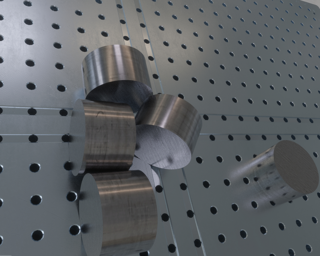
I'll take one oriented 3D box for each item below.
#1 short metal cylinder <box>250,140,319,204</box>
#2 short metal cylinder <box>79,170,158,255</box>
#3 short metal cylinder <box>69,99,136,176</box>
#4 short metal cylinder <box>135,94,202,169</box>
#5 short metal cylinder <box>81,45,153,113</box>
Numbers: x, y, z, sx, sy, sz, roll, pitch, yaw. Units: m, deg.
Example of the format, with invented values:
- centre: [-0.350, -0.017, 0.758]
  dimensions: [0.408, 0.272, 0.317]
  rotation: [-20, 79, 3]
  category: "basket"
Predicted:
- centre: [0.179, 0.064, 0.449]
  dimensions: [0.081, 0.050, 0.080]
  rotation: [14, 56, -21]
  category: "short metal cylinder"
- centre: [-0.043, 0.082, 0.299]
  dimensions: [0.050, 0.080, 0.080]
  rotation: [0, 62, -28]
  category: "short metal cylinder"
- centre: [-0.064, 0.011, 0.332]
  dimensions: [0.050, 0.080, 0.080]
  rotation: [3, 60, -27]
  category: "short metal cylinder"
- centre: [0.005, 0.006, 0.372]
  dimensions: [0.080, 0.080, 0.050]
  rotation: [31, 52, -9]
  category: "short metal cylinder"
- centre: [-0.053, -0.055, 0.378]
  dimensions: [0.081, 0.080, 0.050]
  rotation: [2, 61, -27]
  category: "short metal cylinder"
